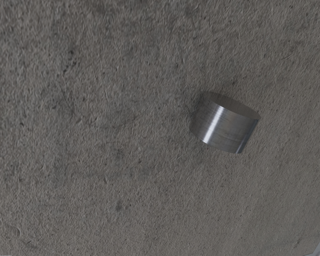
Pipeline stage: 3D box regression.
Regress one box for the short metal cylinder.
[{"bbox_3d":[0.085,-0.009,0.411,0.081,0.080,0.050,9,114,-32],"label":"short metal cylinder"}]
